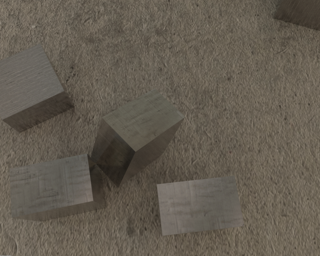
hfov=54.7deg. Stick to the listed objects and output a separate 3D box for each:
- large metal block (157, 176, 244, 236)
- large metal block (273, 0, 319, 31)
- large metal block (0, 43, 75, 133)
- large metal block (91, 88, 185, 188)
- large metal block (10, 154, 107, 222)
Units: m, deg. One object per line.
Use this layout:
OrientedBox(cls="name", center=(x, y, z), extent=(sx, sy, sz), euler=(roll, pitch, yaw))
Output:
OrientedBox(cls="large metal block", center=(0.040, 0.090, 0.346), extent=(0.081, 0.080, 0.050), euler=(-6, 70, -2))
OrientedBox(cls="large metal block", center=(0.224, -0.195, 0.452), extent=(0.080, 0.080, 0.050), euler=(18, 71, 6))
OrientedBox(cls="large metal block", center=(-0.173, -0.052, 0.413), extent=(0.080, 0.050, 0.080), euler=(-28, 73, -10))
OrientedBox(cls="large metal block", center=(-0.027, 0.012, 0.360), extent=(0.050, 0.080, 0.081), euler=(44, 50, 14))
OrientedBox(cls="large metal block", center=(-0.111, 0.071, 0.352), extent=(0.081, 0.080, 0.050), euler=(-11, 71, -4))
